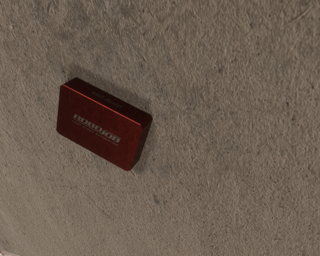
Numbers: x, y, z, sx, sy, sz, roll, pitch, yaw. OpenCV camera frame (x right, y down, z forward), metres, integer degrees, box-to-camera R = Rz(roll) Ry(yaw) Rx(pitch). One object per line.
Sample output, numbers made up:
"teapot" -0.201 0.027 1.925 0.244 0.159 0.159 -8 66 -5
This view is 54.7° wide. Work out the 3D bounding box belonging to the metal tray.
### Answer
"metal tray" -0.083 -0.005 0.443 0.130 0.030 0.089 27 128 10
